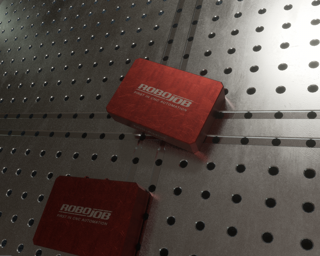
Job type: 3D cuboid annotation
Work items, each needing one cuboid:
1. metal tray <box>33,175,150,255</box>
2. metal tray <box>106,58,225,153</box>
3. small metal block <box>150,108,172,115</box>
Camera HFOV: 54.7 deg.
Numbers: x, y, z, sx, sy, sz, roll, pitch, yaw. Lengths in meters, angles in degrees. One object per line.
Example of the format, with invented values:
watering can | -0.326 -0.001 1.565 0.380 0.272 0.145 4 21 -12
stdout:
metal tray | -0.085 0.110 0.381 0.130 0.030 0.090 0 62 27
metal tray | 0.007 -0.033 0.404 0.130 0.030 0.090 22 73 23
small metal block | -0.009 -0.030 0.430 0.050 0.025 0.050 -3 60 26
